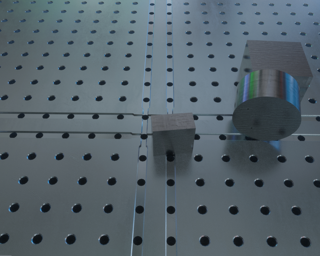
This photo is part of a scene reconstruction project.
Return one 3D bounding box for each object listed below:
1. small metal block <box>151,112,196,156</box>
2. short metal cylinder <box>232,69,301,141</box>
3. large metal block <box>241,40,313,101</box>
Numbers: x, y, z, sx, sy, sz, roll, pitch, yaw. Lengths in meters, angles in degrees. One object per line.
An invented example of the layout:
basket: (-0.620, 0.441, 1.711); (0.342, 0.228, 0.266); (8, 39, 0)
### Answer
small metal block: (0.015, 0.008, 0.384); (0.050, 0.050, 0.025); (-4, 50, -4)
short metal cylinder: (0.136, -0.028, 0.396); (0.080, 0.080, 0.050); (11, 51, 9)
large metal block: (0.170, -0.086, 0.465); (0.080, 0.050, 0.080); (3, 50, 3)
